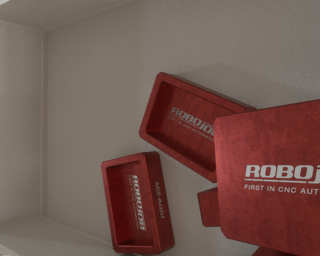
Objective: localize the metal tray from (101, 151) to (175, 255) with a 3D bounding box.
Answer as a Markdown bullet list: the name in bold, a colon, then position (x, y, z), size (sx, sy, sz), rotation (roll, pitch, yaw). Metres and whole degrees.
- **metal tray**: position (-0.034, 0.104, 0.431), size (0.090, 0.030, 0.129), rotation (-17, 79, 38)

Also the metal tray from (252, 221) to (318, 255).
- **metal tray**: position (0.105, 0.136, 0.239), size (0.030, 0.130, 0.090), rotation (41, 91, -4)

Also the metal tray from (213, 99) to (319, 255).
- **metal tray**: position (0.093, 0.030, 0.190), size (0.130, 0.030, 0.089), rotation (-9, 82, 53)

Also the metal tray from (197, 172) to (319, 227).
- **metal tray**: position (0.111, 0.060, 0.272), size (0.130, 0.091, 0.030), rotation (-16, 80, 39)

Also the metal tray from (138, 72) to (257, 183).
- **metal tray**: position (0.039, -0.005, 0.371), size (0.130, 0.030, 0.089), rotation (30, 108, 36)
